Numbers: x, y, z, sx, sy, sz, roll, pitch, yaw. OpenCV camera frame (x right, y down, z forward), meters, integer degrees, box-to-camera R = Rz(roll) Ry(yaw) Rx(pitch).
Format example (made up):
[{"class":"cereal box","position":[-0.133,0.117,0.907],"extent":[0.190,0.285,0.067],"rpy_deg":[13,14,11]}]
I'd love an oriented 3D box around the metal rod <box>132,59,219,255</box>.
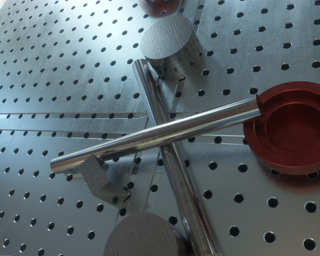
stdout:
[{"class":"metal rod","position":[0.008,0.015,0.394],"extent":[0.025,0.025,0.299],"rpy_deg":[-27,52,11]}]

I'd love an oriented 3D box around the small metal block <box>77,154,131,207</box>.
[{"class":"small metal block","position":[-0.070,0.066,0.388],"extent":[0.025,0.050,0.050],"rpy_deg":[-42,51,0]}]

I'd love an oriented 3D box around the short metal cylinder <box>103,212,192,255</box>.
[{"class":"short metal cylinder","position":[-0.010,0.132,0.316],"extent":[0.080,0.050,0.080],"rpy_deg":[-13,56,21]}]

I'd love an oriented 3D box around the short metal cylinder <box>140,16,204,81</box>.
[{"class":"short metal cylinder","position":[0.018,-0.117,0.454],"extent":[0.080,0.050,0.080],"rpy_deg":[-13,56,21]}]

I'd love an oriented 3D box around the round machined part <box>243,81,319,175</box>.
[{"class":"round machined part","position":[0.141,0.003,0.322],"extent":[0.098,0.042,0.098],"rpy_deg":[-13,56,21]}]

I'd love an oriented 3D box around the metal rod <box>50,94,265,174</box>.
[{"class":"metal rod","position":[-0.025,0.017,0.382],"extent":[0.300,0.025,0.025],"rpy_deg":[-17,55,29]}]
